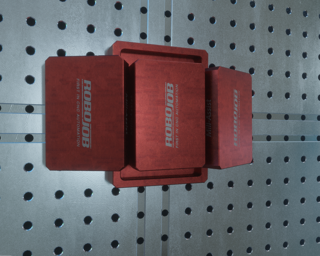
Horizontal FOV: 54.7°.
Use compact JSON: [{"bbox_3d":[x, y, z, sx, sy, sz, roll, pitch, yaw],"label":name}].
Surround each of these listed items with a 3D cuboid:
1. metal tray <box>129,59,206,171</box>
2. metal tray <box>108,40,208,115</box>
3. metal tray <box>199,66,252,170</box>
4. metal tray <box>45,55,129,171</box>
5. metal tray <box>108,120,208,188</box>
[{"bbox_3d":[0.009,-0.015,0.382,0.091,0.030,0.129,0,90,-21],"label":"metal tray"},{"bbox_3d":[-0.001,-0.061,0.410,0.131,0.030,0.089,0,90,-21],"label":"metal tray"},{"bbox_3d":[0.092,-0.013,0.425,0.091,0.030,0.129,-1,91,-47],"label":"metal tray"},{"bbox_3d":[-0.084,-0.017,0.360,0.091,0.030,0.129,0,90,5],"label":"metal tray"},{"bbox_3d":[-0.001,0.029,0.411,0.131,0.030,0.089,0,90,-21],"label":"metal tray"}]
